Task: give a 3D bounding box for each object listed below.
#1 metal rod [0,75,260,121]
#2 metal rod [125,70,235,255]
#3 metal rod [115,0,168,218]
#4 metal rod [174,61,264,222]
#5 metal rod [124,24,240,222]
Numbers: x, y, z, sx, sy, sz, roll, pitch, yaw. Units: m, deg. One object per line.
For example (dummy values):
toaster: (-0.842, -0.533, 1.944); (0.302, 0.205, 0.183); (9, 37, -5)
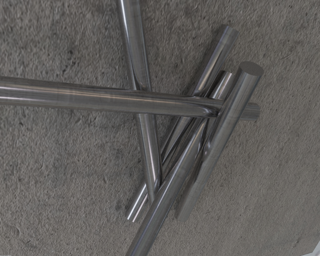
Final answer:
metal rod: (-0.008, -0.027, 0.337); (0.302, 0.025, 0.025); (2, 117, -30)
metal rod: (0.022, 0.061, 0.402); (0.025, 0.025, 0.299); (31, 84, -38)
metal rod: (-0.017, -0.006, 0.374); (0.025, 0.025, 0.298); (-17, 120, -19)
metal rod: (0.064, 0.043, 0.414); (0.025, 0.025, 0.298); (-10, 140, -23)
metal rod: (0.023, 0.006, 0.422); (0.025, 0.025, 0.298); (15, 111, -34)
